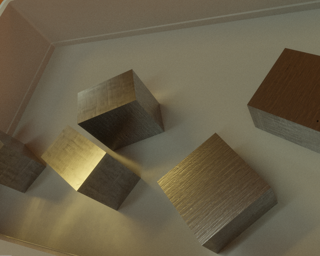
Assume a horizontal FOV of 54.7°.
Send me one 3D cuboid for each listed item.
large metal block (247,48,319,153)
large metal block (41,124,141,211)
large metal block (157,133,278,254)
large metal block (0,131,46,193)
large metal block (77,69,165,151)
[{"bbox_3d":[0.153,-0.030,0.327,0.080,0.050,0.080,28,77,37],"label":"large metal block"},{"bbox_3d":[-0.084,0.049,0.382,0.080,0.080,0.050,29,78,37],"label":"large metal block"},{"bbox_3d":[0.058,0.066,0.318,0.080,0.050,0.080,-40,51,0],"label":"large metal block"},{"bbox_3d":[-0.233,0.044,0.463,0.080,0.080,0.050,31,79,37],"label":"large metal block"},{"bbox_3d":[-0.050,-0.020,0.408,0.080,0.080,0.050,-21,54,15],"label":"large metal block"}]
